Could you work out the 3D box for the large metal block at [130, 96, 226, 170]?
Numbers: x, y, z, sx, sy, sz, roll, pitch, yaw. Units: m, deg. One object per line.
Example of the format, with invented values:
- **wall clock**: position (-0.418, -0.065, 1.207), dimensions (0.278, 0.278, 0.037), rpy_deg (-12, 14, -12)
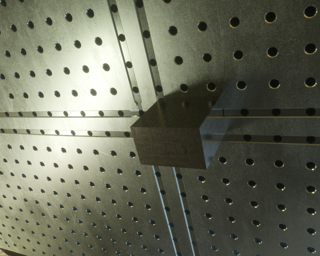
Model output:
- **large metal block**: position (0.025, 0.002, 0.363), dimensions (0.080, 0.080, 0.050), rpy_deg (1, 119, 27)
